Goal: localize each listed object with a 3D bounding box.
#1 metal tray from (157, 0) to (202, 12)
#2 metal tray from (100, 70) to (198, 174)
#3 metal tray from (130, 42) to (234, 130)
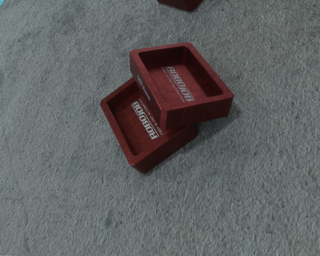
[{"bbox_3d":[0.058,-0.265,0.532,0.130,0.030,0.090,-49,52,-7],"label":"metal tray"},{"bbox_3d":[-0.020,-0.015,0.419,0.090,0.030,0.130,-36,51,4],"label":"metal tray"},{"bbox_3d":[0.022,-0.059,0.395,0.091,0.030,0.130,-13,47,-16],"label":"metal tray"}]
